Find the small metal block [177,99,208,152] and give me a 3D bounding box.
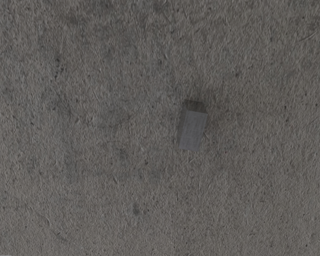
[{"bbox_3d":[0.040,-0.004,0.395,0.025,0.050,0.050,10,110,-4],"label":"small metal block"}]
